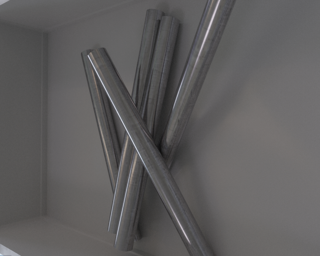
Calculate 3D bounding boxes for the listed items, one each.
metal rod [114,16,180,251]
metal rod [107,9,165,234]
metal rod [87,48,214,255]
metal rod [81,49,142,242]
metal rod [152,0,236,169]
[{"bbox_3d":[-0.017,0.007,0.398,0.025,0.025,0.298,12,91,39],"label":"metal rod"},{"bbox_3d":[-0.032,-0.007,0.416,0.025,0.025,0.298,12,92,39],"label":"metal rod"},{"bbox_3d":[-0.008,0.040,0.369,0.025,0.025,0.299,-31,84,36],"label":"metal rod"},{"bbox_3d":[-0.077,0.019,0.470,0.025,0.025,0.299,-25,74,37],"label":"metal rod"},{"bbox_3d":[0.035,-0.054,0.328,0.025,0.025,0.298,43,131,31],"label":"metal rod"}]
